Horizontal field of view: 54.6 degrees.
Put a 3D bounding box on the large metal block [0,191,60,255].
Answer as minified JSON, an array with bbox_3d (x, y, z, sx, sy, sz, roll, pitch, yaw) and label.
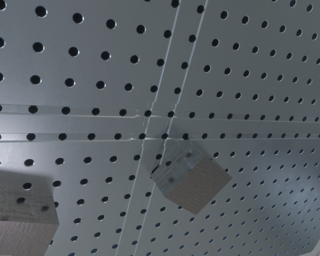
[{"bbox_3d":[-0.180,0.127,0.375,0.080,0.050,0.080,17,109,-35],"label":"large metal block"}]

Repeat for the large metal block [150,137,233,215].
[{"bbox_3d":[0.048,0.073,0.466,0.080,0.050,0.080,-47,129,5],"label":"large metal block"}]
